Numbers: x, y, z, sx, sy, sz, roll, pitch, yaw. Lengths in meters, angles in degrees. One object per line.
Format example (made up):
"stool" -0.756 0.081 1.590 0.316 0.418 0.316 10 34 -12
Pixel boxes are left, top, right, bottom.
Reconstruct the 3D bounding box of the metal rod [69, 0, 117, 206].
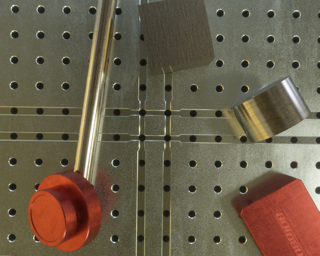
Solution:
"metal rod" -0.088 -0.040 0.412 0.025 0.025 0.298 8 90 -1

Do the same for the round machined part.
"round machined part" -0.123 0.105 0.381 0.098 0.042 0.097 3 96 32

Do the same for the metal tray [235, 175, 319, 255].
"metal tray" 0.173 0.141 0.413 0.090 0.030 0.130 -30 90 -1

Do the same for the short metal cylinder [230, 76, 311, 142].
"short metal cylinder" 0.137 -0.023 0.388 0.080 0.080 0.050 -30 90 0

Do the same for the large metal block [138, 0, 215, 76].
"large metal block" 0.020 -0.118 0.401 0.080 0.050 0.080 -11 90 -1
